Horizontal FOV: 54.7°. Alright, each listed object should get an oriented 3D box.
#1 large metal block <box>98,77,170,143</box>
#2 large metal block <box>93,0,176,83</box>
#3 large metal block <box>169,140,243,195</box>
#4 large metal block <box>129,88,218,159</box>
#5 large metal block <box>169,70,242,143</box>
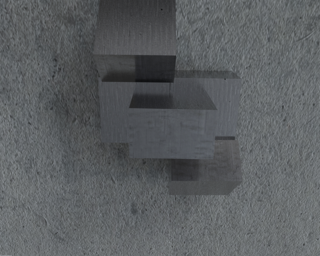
[{"bbox_3d":[-0.030,-0.028,0.385,0.081,0.050,0.079,1,110,-1],"label":"large metal block"},{"bbox_3d":[-0.024,-0.098,0.339,0.081,0.050,0.080,1,66,0],"label":"large metal block"},{"bbox_3d":[0.053,0.053,0.395,0.081,0.080,0.050,0,66,-1],"label":"large metal block"},{"bbox_3d":[0.011,-0.008,0.326,0.081,0.080,0.050,1,110,-1],"label":"large metal block"},{"bbox_3d":[0.051,-0.028,0.386,0.081,0.050,0.079,1,110,-1],"label":"large metal block"}]
